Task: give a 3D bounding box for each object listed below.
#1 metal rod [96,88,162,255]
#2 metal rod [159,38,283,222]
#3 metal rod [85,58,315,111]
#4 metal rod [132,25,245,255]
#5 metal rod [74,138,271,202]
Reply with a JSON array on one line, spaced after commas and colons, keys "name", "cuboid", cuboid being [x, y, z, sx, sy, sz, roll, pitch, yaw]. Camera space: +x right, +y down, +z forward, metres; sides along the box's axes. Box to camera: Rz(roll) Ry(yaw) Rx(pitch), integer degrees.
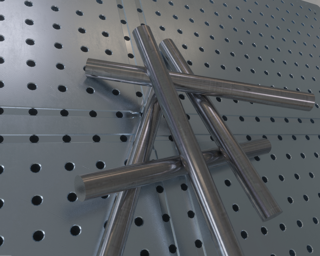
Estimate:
[{"name": "metal rod", "cuboid": [-0.026, 0.038, 0.370, 0.025, 0.025, 0.300, 25, 53, -13]}, {"name": "metal rod", "cuboid": [0.067, -0.017, 0.418, 0.025, 0.025, 0.299, -6, 54, -31]}, {"name": "metal rod", "cuboid": [0.054, -0.057, 0.413, 0.302, 0.025, 0.025, 9, 56, -2]}, {"name": "metal rod", "cuboid": [0.026, 0.007, 0.357, 0.025, 0.025, 0.299, -9, 68, -32]}, {"name": "metal rod", "cuboid": [0.043, 0.042, 0.383, 0.302, 0.025, 0.025, -7, 65, -38]}]
